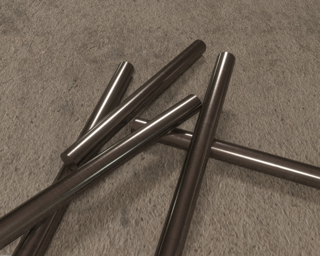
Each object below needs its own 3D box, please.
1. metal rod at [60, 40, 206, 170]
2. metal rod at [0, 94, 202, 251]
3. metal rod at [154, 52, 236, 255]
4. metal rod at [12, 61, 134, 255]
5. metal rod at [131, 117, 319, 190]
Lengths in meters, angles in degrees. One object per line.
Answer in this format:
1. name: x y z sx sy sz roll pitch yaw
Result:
1. metal rod: -0.016 -0.050 0.428 0.025 0.025 0.301 27 50 20
2. metal rod: -0.067 0.044 0.331 0.302 0.025 0.025 -34 58 -26
3. metal rod: 0.044 0.027 0.352 0.025 0.025 0.300 15 60 11
4. metal rod: -0.091 0.018 0.387 0.025 0.025 0.300 12 51 9
5. metal rod: 0.109 0.037 0.373 0.301 0.025 0.025 16 52 12
